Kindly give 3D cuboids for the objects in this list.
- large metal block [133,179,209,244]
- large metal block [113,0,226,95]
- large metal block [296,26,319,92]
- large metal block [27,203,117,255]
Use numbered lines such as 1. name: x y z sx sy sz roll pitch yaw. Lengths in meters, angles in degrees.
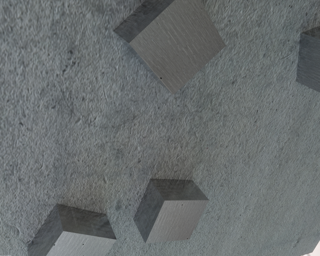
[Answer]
1. large metal block: 0.016 0.127 0.477 0.081 0.050 0.079 8 114 -32
2. large metal block: 0.011 -0.097 0.336 0.080 0.050 0.080 -43 129 2
3. large metal block: 0.250 -0.096 0.448 0.050 0.080 0.080 -23 127 -15
4. large metal block: -0.120 0.158 0.422 0.080 0.050 0.080 26 104 -37
